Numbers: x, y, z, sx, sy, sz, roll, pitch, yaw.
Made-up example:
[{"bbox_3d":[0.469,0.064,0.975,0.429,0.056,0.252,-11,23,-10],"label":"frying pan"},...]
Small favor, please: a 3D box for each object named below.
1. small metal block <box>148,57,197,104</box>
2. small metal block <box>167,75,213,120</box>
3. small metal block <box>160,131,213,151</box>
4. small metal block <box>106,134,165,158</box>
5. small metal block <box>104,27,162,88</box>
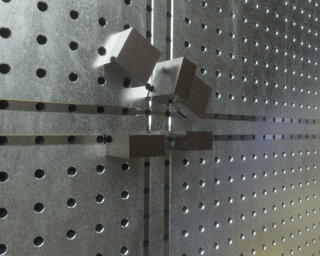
[{"bbox_3d":[0.016,-0.061,0.405,0.025,0.050,0.050,25,75,-37],"label":"small metal block"},{"bbox_3d":[0.044,-0.045,0.444,0.050,0.025,0.050,32,70,-35],"label":"small metal block"},{"bbox_3d":[0.036,0.017,0.422,0.050,0.050,0.025,2,89,-40],"label":"small metal block"},{"bbox_3d":[-0.030,0.020,0.367,0.050,0.050,0.025,0,90,-40],"label":"small metal block"},{"bbox_3d":[-0.032,-0.085,0.381,0.050,0.025,0.050,36,68,-34],"label":"small metal block"}]
